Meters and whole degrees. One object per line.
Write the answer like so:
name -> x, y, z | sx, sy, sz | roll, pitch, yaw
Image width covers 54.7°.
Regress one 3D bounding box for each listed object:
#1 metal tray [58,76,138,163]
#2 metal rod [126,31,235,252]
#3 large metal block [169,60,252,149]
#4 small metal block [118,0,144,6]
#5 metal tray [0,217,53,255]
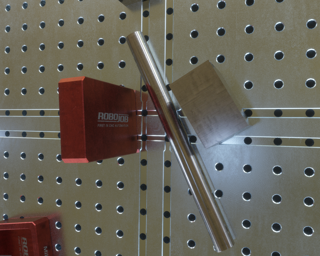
metal tray -> -0.069, -0.009, 0.380 | 0.030, 0.130, 0.089 | -3, 89, 20
metal rod -> 0.023, 0.011, 0.403 | 0.025, 0.025, 0.299 | -26, 82, 18
large metal block -> 0.062, -0.025, 0.361 | 0.050, 0.080, 0.080 | -32, 80, 17
small metal block -> -0.034, -0.203, 0.424 | 0.050, 0.025, 0.050 | -10, 87, 19
metal tray -> -0.213, 0.209, 0.482 | 0.090, 0.030, 0.129 | -9, 87, 19
